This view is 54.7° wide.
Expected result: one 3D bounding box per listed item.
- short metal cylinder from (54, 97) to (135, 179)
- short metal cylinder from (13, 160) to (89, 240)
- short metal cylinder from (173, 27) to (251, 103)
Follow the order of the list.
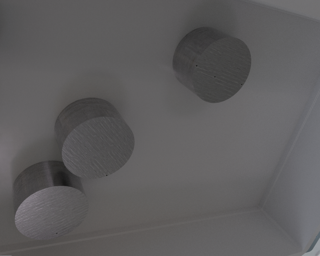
[{"bbox_3d":[-0.076,0.011,0.358,0.081,0.050,0.079,-14,124,-21],"label":"short metal cylinder"},{"bbox_3d":[-0.132,0.086,0.374,0.081,0.050,0.079,-14,124,-21],"label":"short metal cylinder"},{"bbox_3d":[0.063,-0.077,0.379,0.081,0.050,0.079,-14,124,-21],"label":"short metal cylinder"}]
